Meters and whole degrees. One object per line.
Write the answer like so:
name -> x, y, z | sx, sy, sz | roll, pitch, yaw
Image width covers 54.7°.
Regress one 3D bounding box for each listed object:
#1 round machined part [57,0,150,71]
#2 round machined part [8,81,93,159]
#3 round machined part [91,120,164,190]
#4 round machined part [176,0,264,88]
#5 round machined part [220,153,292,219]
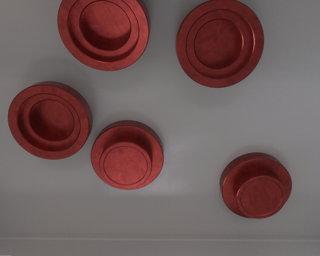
round machined part -> -0.060, -0.118, 0.349 | 0.099, 0.042, 0.097 | 1, 127, 2
round machined part -> -0.135, -0.012, 0.396 | 0.099, 0.042, 0.097 | 0, 110, 0
round machined part -> -0.044, 0.042, 0.417 | 0.099, 0.042, 0.097 | 0, 110, 0
round machined part -> 0.067, -0.100, 0.366 | 0.099, 0.042, 0.097 | 0, 110, 0
round machined part -> 0.137, 0.087, 0.435 | 0.099, 0.042, 0.097 | 0, 110, 0
